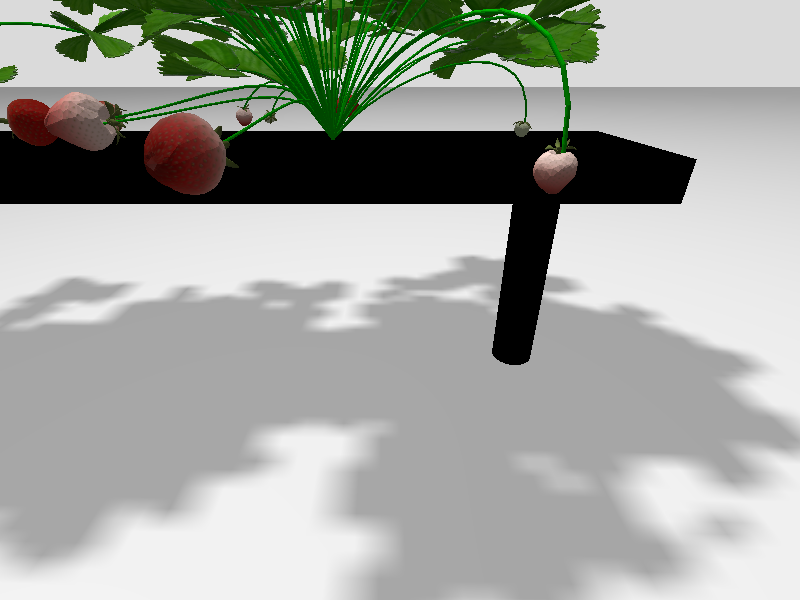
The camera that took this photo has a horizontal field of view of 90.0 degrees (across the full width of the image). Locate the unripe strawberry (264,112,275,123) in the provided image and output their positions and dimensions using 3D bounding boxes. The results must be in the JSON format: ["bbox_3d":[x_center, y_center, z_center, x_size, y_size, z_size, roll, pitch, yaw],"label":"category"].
[{"bbox_3d":[-0.142,-0.198,0.435,0.013,0.011,0.013,-19,23,-30],"label":"unripe strawberry"}]

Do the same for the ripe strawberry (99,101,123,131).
[{"bbox_3d":[-0.270,-0.167,0.365,0.028,0.027,0.026,6,30,12],"label":"ripe strawberry"}]

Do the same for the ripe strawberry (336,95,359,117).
[{"bbox_3d":[-0.065,-0.236,0.487,0.029,0.025,0.029,-1,22,-3],"label":"ripe strawberry"}]

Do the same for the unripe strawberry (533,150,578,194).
[{"bbox_3d":[0.070,-0.058,0.182,0.018,0.019,0.019,-21,35,-32],"label":"unripe strawberry"}]

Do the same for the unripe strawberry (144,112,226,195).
[{"bbox_3d":[-0.094,-0.061,0.172,0.032,0.034,0.035,6,31,11],"label":"unripe strawberry"}]

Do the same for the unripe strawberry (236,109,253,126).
[{"bbox_3d":[-0.164,-0.192,0.421,0.017,0.017,0.015,-26,56,-38],"label":"unripe strawberry"}]

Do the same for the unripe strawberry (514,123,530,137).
[{"bbox_3d":[0.097,-0.135,0.318,0.012,0.011,0.010,1,29,2],"label":"unripe strawberry"}]

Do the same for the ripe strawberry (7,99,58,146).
[{"bbox_3d":[-0.271,-0.133,0.301,0.033,0.033,0.031,3,30,5],"label":"ripe strawberry"}]

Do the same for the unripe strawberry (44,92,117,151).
[{"bbox_3d":[-0.223,-0.123,0.278,0.039,0.038,0.036,-8,30,-14],"label":"unripe strawberry"}]
